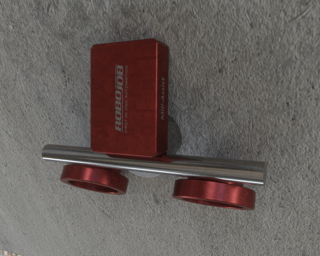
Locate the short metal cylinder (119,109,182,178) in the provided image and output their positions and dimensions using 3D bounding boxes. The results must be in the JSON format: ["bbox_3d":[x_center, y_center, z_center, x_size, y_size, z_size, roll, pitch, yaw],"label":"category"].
[{"bbox_3d":[-0.017,0.019,0.412,0.080,0.050,0.079,13,124,20],"label":"short metal cylinder"}]

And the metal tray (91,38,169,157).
[{"bbox_3d":[-0.037,-0.034,0.367,0.090,0.030,0.129,2,93,26],"label":"metal tray"}]

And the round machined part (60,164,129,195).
[{"bbox_3d":[-0.095,0.069,0.467,0.099,0.042,0.098,9,159,4],"label":"round machined part"}]

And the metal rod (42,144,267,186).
[{"bbox_3d":[-0.027,0.041,0.383,0.301,0.025,0.025,2,120,26],"label":"metal rod"}]

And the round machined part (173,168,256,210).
[{"bbox_3d":[0.067,0.072,0.383,0.099,0.042,0.098,9,164,3],"label":"round machined part"}]
